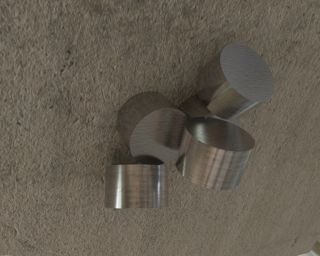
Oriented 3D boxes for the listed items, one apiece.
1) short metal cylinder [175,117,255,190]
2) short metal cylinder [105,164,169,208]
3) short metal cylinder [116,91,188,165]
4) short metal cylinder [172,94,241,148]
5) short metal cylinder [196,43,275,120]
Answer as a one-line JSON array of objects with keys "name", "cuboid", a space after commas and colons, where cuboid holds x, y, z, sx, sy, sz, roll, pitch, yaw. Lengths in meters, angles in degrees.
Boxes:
[{"name": "short metal cylinder", "cuboid": [0.063, 0.027, 0.360, 0.081, 0.080, 0.050, -2, 119, -28]}, {"name": "short metal cylinder", "cuboid": [-0.029, 0.075, 0.396, 0.081, 0.080, 0.050, 7, 76, -32]}, {"name": "short metal cylinder", "cuboid": [-0.009, 0.000, 0.388, 0.081, 0.050, 0.079, -14, 125, -21]}, {"name": "short metal cylinder", "cuboid": [0.062, -0.001, 0.427, 0.081, 0.050, 0.079, -14, 125, -21]}, {"name": "short metal cylinder", "cuboid": [0.092, -0.056, 0.381, 0.081, 0.080, 0.050, 0, 156, -29]}]
